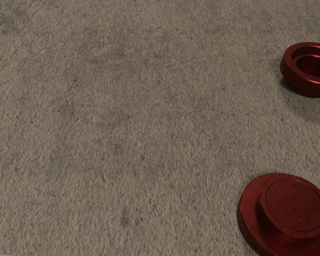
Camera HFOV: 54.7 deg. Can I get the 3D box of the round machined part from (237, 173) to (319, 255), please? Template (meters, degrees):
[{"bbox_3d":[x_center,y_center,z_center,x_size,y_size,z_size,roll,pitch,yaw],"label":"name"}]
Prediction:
[{"bbox_3d":[0.133,0.088,0.320,0.099,0.042,0.098,0,50,0],"label":"round machined part"}]

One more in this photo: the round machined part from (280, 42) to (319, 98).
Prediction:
[{"bbox_3d":[0.230,-0.083,0.465,0.099,0.042,0.098,0,50,0],"label":"round machined part"}]
